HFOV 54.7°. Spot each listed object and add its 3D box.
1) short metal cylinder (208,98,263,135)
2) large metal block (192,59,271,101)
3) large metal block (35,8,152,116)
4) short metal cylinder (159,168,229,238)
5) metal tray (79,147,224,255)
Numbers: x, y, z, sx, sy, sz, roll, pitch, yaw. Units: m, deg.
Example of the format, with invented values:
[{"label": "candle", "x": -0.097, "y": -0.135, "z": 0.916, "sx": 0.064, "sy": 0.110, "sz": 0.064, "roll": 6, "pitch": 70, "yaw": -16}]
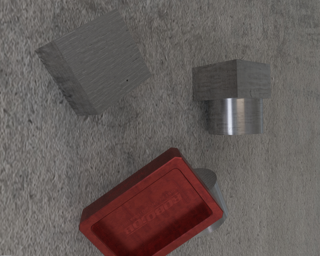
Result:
[{"label": "short metal cylinder", "x": 0.112, "y": -0.017, "z": 0.463, "sx": 0.081, "sy": 0.080, "sz": 0.050, "roll": -4, "pitch": 93, "yaw": -40}, {"label": "large metal block", "x": 0.105, "y": -0.066, "z": 0.456, "sx": 0.081, "sy": 0.080, "sz": 0.050, "roll": -4, "pitch": 93, "yaw": -40}, {"label": "large metal block", "x": -0.068, "y": -0.069, "z": 0.331, "sx": 0.080, "sy": 0.050, "sz": 0.080, "roll": -42, "pitch": 116, "yaw": -32}, {"label": "short metal cylinder", "x": 0.043, "y": 0.095, "z": 0.405, "sx": 0.081, "sy": 0.080, "sz": 0.050, "roll": -35, "pitch": 112, "yaw": -35}, {"label": "metal tray", "x": -0.009, "y": 0.094, "z": 0.340, "sx": 0.130, "sy": 0.030, "sz": 0.090, "roll": -36, "pitch": 107, "yaw": 4}]
